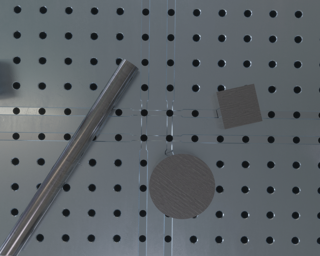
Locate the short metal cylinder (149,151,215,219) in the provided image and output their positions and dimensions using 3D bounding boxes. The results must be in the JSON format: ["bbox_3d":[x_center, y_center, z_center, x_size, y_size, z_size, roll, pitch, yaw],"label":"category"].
[{"bbox_3d":[0.027,0.071,0.401,0.081,0.050,0.080,0,90,0],"label":"short metal cylinder"}]

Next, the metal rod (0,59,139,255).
[{"bbox_3d":[-0.120,0.040,0.412,0.025,0.025,0.299,33,90,0],"label":"metal rod"}]

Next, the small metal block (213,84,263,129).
[{"bbox_3d":[0.103,-0.028,0.414,0.050,0.025,0.050,-13,90,0],"label":"small metal block"}]
